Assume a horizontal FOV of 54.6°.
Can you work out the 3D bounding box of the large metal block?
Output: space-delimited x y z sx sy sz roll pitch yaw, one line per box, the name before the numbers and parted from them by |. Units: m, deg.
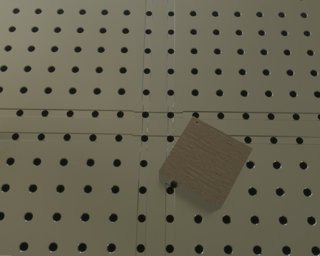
large metal block | 0.054 0.045 0.382 0.080 0.050 0.080 30 73 10
